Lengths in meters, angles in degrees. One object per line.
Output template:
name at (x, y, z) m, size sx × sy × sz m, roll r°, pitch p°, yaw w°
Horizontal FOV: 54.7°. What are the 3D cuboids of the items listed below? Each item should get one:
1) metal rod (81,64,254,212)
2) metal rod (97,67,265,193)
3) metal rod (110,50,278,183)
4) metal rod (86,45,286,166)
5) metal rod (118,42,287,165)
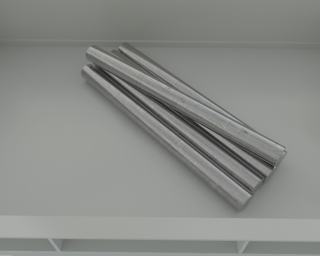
metal rod at (-0.008, -0.003, 0.406) m, size 0.025 × 0.025 × 0.300 m, roll -36°, pitch 59°, yaw -26°
metal rod at (0.007, -0.018, 0.419) m, size 0.025 × 0.025 × 0.300 m, roll -36°, pitch 59°, yaw -26°
metal rod at (0.026, -0.030, 0.429) m, size 0.025 × 0.025 × 0.300 m, roll -36°, pitch 59°, yaw -26°
metal rod at (0.016, -0.040, 0.403) m, size 0.300 × 0.025 × 0.025 m, roll 32°, pitch 57°, yaw 23°
metal rod at (0.043, -0.046, 0.442) m, size 0.025 × 0.025 × 0.300 m, roll -36°, pitch 59°, yaw -26°
